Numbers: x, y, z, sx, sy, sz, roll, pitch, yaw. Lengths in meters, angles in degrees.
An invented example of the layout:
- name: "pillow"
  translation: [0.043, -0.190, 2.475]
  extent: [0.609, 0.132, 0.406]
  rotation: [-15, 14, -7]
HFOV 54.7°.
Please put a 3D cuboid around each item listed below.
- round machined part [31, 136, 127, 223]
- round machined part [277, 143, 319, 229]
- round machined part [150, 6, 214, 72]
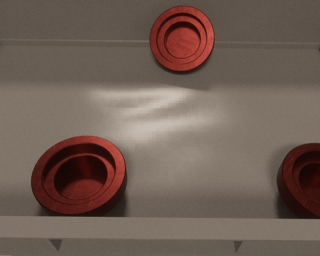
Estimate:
- name: "round machined part"
  translation: [-0.086, 0.059, 0.343]
  extent: [0.099, 0.042, 0.098]
  rotation: [0, 50, 0]
- name: "round machined part"
  translation: [0.178, 0.067, 0.340]
  extent: [0.099, 0.042, 0.098]
  rotation: [0, 50, 0]
- name: "round machined part"
  translation: [0.036, -0.136, 0.487]
  extent: [0.098, 0.097, 0.042]
  rotation: [12, 7, 9]
